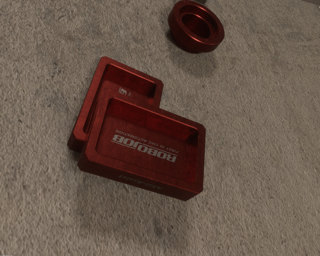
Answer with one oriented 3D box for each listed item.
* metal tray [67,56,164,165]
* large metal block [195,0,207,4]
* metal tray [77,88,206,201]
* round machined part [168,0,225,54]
[{"bbox_3d":[-0.050,-0.021,0.387,0.091,0.030,0.130,22,53,-16],"label":"metal tray"},{"bbox_3d":[0.061,-0.301,0.607,0.081,0.050,0.080,11,57,-23],"label":"large metal block"},{"bbox_3d":[-0.014,0.019,0.343,0.131,0.030,0.090,20,54,-17],"label":"metal tray"},{"bbox_3d":[0.057,-0.166,0.527,0.099,0.042,0.098,14,56,-21],"label":"round machined part"}]
